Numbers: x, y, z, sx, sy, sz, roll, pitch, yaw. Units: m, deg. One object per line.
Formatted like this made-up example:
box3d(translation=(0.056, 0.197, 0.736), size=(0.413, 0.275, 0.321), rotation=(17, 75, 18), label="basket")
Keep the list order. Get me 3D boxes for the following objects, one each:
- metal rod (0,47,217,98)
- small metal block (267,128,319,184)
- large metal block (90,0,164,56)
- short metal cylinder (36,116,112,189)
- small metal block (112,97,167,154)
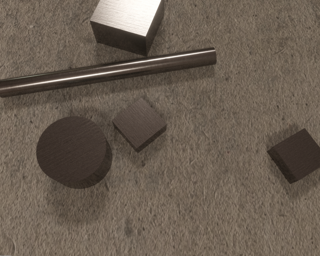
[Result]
box3d(translation=(-0.070, -0.079, 0.436), size=(0.302, 0.025, 0.025), rotation=(-10, 71, -4), label="metal rod")
box3d(translation=(0.176, 0.036, 0.397), size=(0.050, 0.025, 0.050), rotation=(-28, 73, -10), label="small metal block")
box3d(translation=(-0.045, -0.161, 0.453), size=(0.080, 0.050, 0.080), rotation=(18, 71, 6), label="large metal block")
box3d(translation=(-0.103, 0.032, 0.382), size=(0.081, 0.050, 0.080), rotation=(0, 70, 0), label="short metal cylinder")
box3d(translation=(-0.027, -0.003, 0.409), size=(0.050, 0.025, 0.050), rotation=(-39, 75, -13), label="small metal block")
